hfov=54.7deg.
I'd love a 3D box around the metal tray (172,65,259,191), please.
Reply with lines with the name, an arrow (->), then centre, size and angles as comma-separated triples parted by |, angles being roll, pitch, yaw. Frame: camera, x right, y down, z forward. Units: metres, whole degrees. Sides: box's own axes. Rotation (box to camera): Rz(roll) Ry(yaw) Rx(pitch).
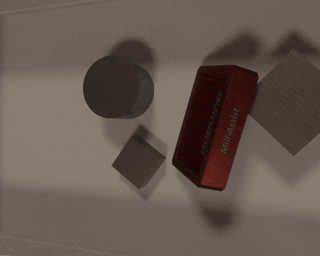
metal tray -> 0.058, -0.005, 0.355 | 0.030, 0.090, 0.129 | 14, 96, -19

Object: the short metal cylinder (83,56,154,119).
short metal cylinder -> -0.054, -0.052, 0.415 | 0.080, 0.050, 0.079 | 0, 90, 19

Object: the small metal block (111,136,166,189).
small metal block -> -0.029, 0.046, 0.420 | 0.050, 0.025, 0.050 | 38, 102, 15

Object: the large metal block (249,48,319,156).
large metal block -> 0.147, -0.027, 0.345 | 0.080, 0.050, 0.080 | 46, 104, 13
